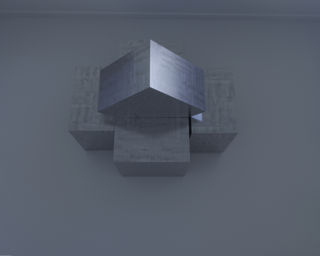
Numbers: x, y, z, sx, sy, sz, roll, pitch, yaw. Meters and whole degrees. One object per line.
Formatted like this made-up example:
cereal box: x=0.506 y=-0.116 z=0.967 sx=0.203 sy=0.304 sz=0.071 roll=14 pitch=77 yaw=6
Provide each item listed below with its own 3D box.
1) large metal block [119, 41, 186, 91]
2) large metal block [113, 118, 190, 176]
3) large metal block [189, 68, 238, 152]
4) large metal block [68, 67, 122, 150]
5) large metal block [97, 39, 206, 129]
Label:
large metal block: x=-0.009 y=-0.069 z=0.404 sx=0.081 sy=0.080 sz=0.050 roll=0 pitch=70 yaw=0
large metal block: x=-0.009 y=0.025 z=0.370 sx=0.081 sy=0.080 sz=0.050 roll=0 pitch=70 yaw=0
large metal block: x=0.059 y=-0.019 z=0.384 sx=0.050 sy=0.080 sz=0.080 roll=0 pitch=70 yaw=0
large metal block: x=-0.074 y=-0.021 z=0.387 sx=0.050 sy=0.080 sz=0.080 roll=0 pitch=70 yaw=0
large metal block: x=-0.009 y=-0.040 z=0.334 sx=0.080 sy=0.080 sz=0.050 roll=19 pitch=63 yaw=-42
